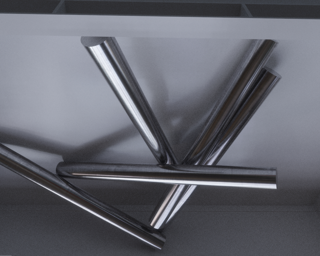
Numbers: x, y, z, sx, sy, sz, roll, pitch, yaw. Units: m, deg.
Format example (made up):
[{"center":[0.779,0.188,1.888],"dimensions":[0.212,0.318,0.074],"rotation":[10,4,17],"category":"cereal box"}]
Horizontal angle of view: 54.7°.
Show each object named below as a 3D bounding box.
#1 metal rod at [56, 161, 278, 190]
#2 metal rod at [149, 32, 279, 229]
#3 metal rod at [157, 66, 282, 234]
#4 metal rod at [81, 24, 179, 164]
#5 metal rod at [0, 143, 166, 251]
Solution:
[{"center":[-0.009,0.059,0.400],"dimensions":[0.301,0.025,0.025],"rotation":[-2,133,24],"category":"metal rod"},{"center":[0.055,0.022,0.396],"dimensions":[0.025,0.025,0.298],"rotation":[19,118,-16],"category":"metal rod"},{"center":[0.063,0.049,0.427],"dimensions":[0.025,0.025,0.298],"rotation":[21,120,-17],"category":"metal rod"},{"center":[-0.010,0.006,0.360],"dimensions":[0.025,0.025,0.299],"rotation":[-13,146,10],"category":"metal rod"},{"center":[-0.123,0.098,0.449],"dimensions":[0.301,0.025,0.025],"rotation":[32,124,-10],"category":"metal rod"}]
